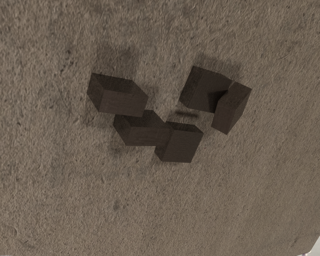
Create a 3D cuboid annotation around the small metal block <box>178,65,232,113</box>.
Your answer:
[{"bbox_3d":[0.060,-0.050,0.411,0.050,0.025,0.050,9,114,-33],"label":"small metal block"}]

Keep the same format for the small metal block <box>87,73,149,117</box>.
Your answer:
[{"bbox_3d":[-0.048,-0.037,0.343,0.050,0.050,0.025,6,115,-32],"label":"small metal block"}]

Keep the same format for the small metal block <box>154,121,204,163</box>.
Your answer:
[{"bbox_3d":[0.026,0.021,0.436,0.050,0.025,0.050,7,115,-32],"label":"small metal block"}]

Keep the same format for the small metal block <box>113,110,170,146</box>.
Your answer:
[{"bbox_3d":[-0.024,-0.002,0.378,0.050,0.050,0.025,3,117,-30],"label":"small metal block"}]

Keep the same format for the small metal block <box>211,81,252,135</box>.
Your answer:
[{"bbox_3d":[0.097,-0.027,0.423,0.050,0.025,0.050,-46,156,-35],"label":"small metal block"}]
